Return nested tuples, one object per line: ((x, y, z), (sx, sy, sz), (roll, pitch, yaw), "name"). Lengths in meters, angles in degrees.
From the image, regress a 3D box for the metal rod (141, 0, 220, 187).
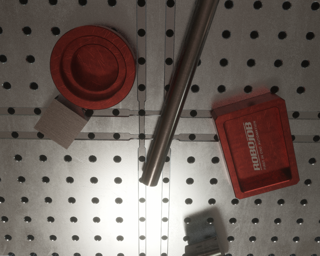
((0.027, -0.058, 0.392), (0.025, 0.025, 0.298), (15, 109, -6), "metal rod")

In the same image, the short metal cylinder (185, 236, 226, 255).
((0.075, 0.209, 0.462), (0.050, 0.080, 0.080), (-21, 109, 7), "short metal cylinder")

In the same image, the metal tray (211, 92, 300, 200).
((0.130, 0.026, 0.422), (0.090, 0.030, 0.129), (-17, 110, 5), "metal tray")

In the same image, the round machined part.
((-0.077, -0.075, 0.376), (0.099, 0.042, 0.097), (0, 110, -1), "round machined part")

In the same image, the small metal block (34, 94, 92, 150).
((-0.127, -0.008, 0.409), (0.050, 0.025, 0.050), (36, 106, -13), "small metal block")
